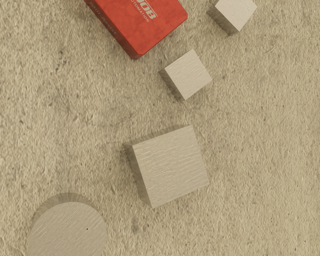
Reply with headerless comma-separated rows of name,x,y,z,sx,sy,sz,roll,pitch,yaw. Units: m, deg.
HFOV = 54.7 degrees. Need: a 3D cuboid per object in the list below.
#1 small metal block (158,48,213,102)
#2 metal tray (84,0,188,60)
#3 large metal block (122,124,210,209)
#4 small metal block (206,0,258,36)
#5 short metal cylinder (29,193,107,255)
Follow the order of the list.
small metal block,0.034,-0.071,0.422,0.050,0.025,0.050,-38,102,-16
metal tray,-0.038,-0.165,0.392,0.090,0.030,0.130,-43,104,-15
large metal block,0.007,0.045,0.398,0.081,0.050,0.080,-19,97,-19
small metal block,0.104,-0.171,0.447,0.050,0.025,0.050,40,77,-16
short metal cylinder,-0.106,0.119,0.357,0.081,0.050,0.079,0,90,-20
